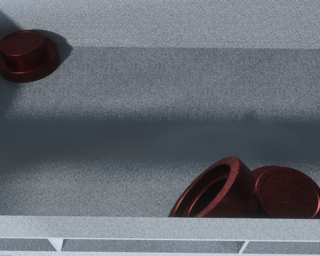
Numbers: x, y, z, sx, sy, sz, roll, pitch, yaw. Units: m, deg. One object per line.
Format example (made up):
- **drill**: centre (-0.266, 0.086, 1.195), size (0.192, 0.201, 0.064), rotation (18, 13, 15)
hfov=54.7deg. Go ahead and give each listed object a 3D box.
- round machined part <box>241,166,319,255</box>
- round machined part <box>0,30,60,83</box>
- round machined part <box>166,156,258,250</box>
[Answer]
- **round machined part**: centre (0.131, 0.080, 0.327), size (0.099, 0.042, 0.098), rotation (0, 50, 0)
- **round machined part**: centre (-0.214, -0.120, 0.493), size (0.099, 0.042, 0.098), rotation (0, 50, 0)
- **round machined part**: centre (0.055, 0.077, 0.303), size (0.042, 0.098, 0.098), rotation (44, 58, -4)
